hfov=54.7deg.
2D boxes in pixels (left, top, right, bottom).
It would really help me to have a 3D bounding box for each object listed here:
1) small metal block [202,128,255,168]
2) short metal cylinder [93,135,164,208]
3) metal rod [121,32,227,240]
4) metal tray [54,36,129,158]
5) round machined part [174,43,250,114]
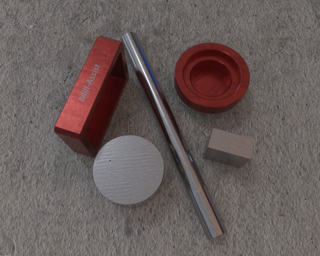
[{"bbox_3d":[0.083,0.026,0.385,0.050,0.050,0.025,16,71,5],"label":"small metal block"},{"bbox_3d":[-0.036,0.054,0.375,0.081,0.050,0.080,0,70,0],"label":"short metal cylinder"},{"bbox_3d":[0.011,-0.003,0.411,0.025,0.025,0.299,-21,72,-8],"label":"metal rod"},{"bbox_3d":[-0.079,-0.036,0.387,0.030,0.090,0.130,17,71,6],"label":"metal tray"},{"bbox_3d":[0.068,-0.064,0.424,0.099,0.042,0.098,0,70,-1],"label":"round machined part"}]
